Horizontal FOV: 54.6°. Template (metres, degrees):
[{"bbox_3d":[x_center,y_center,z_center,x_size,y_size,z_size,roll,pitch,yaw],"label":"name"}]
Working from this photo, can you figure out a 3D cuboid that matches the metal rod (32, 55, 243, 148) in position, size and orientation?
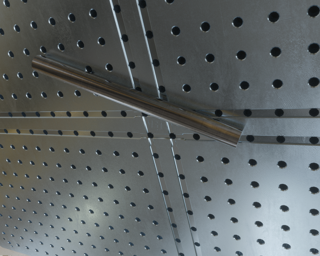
[{"bbox_3d":[-0.040,-0.040,0.408,0.301,0.025,0.025,21,127,15],"label":"metal rod"}]
